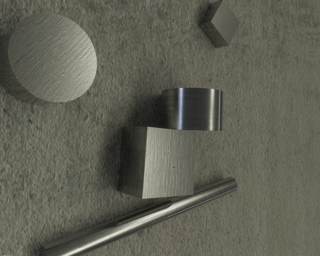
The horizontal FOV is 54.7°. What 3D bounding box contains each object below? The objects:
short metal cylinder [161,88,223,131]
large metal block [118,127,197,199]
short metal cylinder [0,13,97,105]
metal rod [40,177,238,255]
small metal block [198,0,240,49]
[{"bbox_3d":[0.041,-0.022,0.403,0.081,0.080,0.050,2,89,-40],"label":"short metal cylinder"},{"bbox_3d":[-0.002,0.041,0.387,0.081,0.050,0.080,6,86,-40],"label":"large metal block"},{"bbox_3d":[-0.109,-0.063,0.297,0.081,0.050,0.079,0,90,-40],"label":"short metal cylinder"},{"bbox_3d":[0.000,0.110,0.404,0.302,0.025,0.025,-9,96,-40],"label":"metal rod"},{"bbox_3d":[0.093,-0.162,0.483,0.050,0.025,0.050,42,65,-32],"label":"small metal block"}]
